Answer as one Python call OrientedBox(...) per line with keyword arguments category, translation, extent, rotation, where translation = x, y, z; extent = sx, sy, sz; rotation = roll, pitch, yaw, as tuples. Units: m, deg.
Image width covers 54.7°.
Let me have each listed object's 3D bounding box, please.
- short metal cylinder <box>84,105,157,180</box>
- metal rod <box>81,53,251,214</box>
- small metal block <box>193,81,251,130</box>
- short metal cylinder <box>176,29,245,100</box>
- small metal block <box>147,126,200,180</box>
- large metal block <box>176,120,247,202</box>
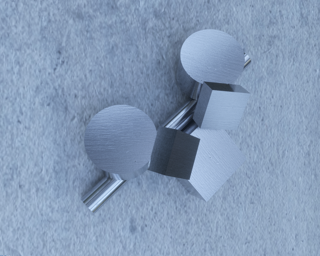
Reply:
OrientedBox(category="short metal cylinder", translation=(-0.045, 0.019, 0.366), extent=(0.081, 0.050, 0.080), rotation=(1, 72, -4))
OrientedBox(category="metal rod", translation=(0.018, -0.003, 0.418), extent=(0.301, 0.025, 0.025), rotation=(-43, 104, -15))
OrientedBox(category="small metal block", translation=(0.073, -0.026, 0.372), extent=(0.050, 0.025, 0.050), rotation=(2, 120, -20))
OrientedBox(category="short metal cylinder", translation=(0.064, -0.081, 0.406), extent=(0.081, 0.050, 0.080), rotation=(1, 72, -4))
OrientedBox(category="small metal block", translation=(0.017, 0.029, 0.352), extent=(0.050, 0.025, 0.050), rotation=(22, 82, -51))
OrientedBox(category="large metal block", translation=(0.054, 0.037, 0.416), extent=(0.080, 0.050, 0.080), rotation=(-43, 104, -15))
